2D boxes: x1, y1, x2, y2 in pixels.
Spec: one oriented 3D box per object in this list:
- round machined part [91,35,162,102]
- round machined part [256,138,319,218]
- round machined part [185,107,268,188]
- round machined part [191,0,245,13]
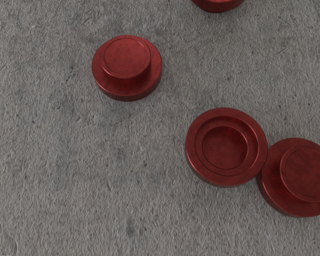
[{"bbox_3d":[-0.046,-0.089,0.431,0.099,0.042,0.098,0,70,0],"label":"round machined part"},{"bbox_3d":[0.172,0.058,0.377,0.099,0.042,0.098,1,71,-2],"label":"round machined part"},{"bbox_3d":[0.080,0.027,0.390,0.099,0.042,0.098,0,70,0],"label":"round machined part"},{"bbox_3d":[0.088,-0.219,0.479,0.099,0.042,0.098,0,70,0],"label":"round machined part"}]
